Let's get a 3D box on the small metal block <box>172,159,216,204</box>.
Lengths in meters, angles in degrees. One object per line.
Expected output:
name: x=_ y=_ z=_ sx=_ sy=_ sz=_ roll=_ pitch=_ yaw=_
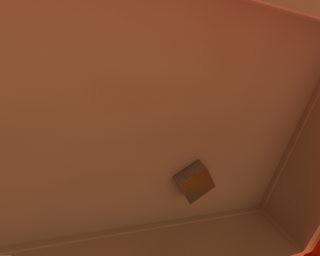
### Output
small metal block: x=0.054 y=0.085 z=0.490 sx=0.050 sy=0.025 sz=0.050 roll=-34 pitch=129 yaw=-6
